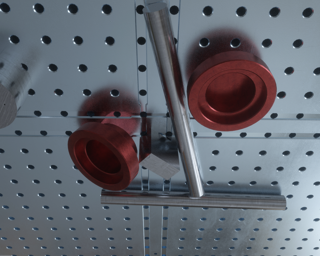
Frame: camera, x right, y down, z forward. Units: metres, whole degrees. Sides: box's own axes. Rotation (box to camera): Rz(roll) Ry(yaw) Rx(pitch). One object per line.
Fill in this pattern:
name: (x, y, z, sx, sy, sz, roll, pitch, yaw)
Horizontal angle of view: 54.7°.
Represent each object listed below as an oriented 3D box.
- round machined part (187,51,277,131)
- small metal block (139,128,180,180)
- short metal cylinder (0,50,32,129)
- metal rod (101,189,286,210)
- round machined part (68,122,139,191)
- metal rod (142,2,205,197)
round machined part: (0.080, -0.046, 0.362, 0.099, 0.042, 0.097, 0, 130, 0)
small metal block: (-0.001, 0.036, 0.425, 0.050, 0.050, 0.025, 34, 121, -26)
short metal cylinder: (-0.197, -0.044, 0.356, 0.081, 0.050, 0.079, 0, 130, 0)
metal rod: (0.056, 0.118, 0.512, 0.302, 0.025, 0.025, 3, 130, -3)
round machined part: (-0.069, 0.033, 0.411, 0.098, 0.042, 0.097, 17, 130, 22)
metal rod: (0.027, -0.009, 0.403, 0.025, 0.025, 0.299, -10, 130, 8)
